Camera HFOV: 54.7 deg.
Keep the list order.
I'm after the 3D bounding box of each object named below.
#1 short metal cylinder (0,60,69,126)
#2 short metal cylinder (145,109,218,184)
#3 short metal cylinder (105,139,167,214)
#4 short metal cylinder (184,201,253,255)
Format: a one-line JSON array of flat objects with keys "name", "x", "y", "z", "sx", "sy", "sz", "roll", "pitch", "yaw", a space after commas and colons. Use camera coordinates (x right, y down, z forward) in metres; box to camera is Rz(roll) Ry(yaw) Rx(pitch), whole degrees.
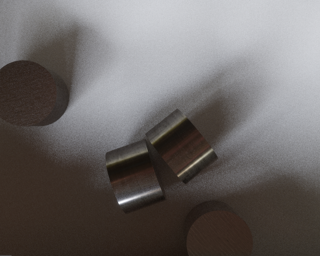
[{"name": "short metal cylinder", "x": -0.165, "y": -0.042, "z": 0.397, "sx": 0.081, "sy": 0.050, "sz": 0.080, "roll": 0, "pitch": 90, "yaw": 0}, {"name": "short metal cylinder", "x": 0.027, "y": 0.023, "z": 0.384, "sx": 0.050, "sy": 0.080, "sz": 0.080, "roll": -39, "pitch": 90, "yaw": 0}, {"name": "short metal cylinder", "x": -0.029, "y": 0.059, "z": 0.384, "sx": 0.050, "sy": 0.080, "sz": 0.080, "roll": -19, "pitch": 90, "yaw": 0}, {"name": "short metal cylinder", "x": 0.072, "y": 0.139, "z": 0.399, "sx": 0.081, "sy": 0.050, "sz": 0.080, "roll": 0, "pitch": 90, "yaw": 0}]
